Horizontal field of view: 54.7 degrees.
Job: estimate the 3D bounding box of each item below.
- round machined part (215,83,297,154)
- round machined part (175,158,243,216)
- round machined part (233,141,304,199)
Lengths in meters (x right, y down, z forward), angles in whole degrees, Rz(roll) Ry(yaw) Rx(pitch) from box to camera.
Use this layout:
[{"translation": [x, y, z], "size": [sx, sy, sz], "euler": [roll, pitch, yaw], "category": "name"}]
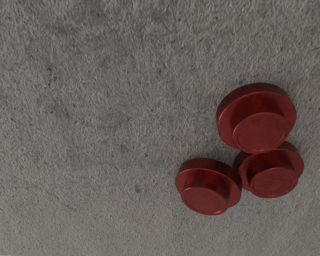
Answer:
[{"translation": [0.123, -0.005, 0.393], "size": [0.099, 0.042, 0.097], "euler": [0, 130, 0], "category": "round machined part"}, {"translation": [0.069, 0.092, 0.457], "size": [0.098, 0.042, 0.097], "euler": [12, 136, 12], "category": "round machined part"}, {"translation": [0.161, 0.066, 0.454], "size": [0.099, 0.042, 0.097], "euler": [0, 130, 0], "category": "round machined part"}]
